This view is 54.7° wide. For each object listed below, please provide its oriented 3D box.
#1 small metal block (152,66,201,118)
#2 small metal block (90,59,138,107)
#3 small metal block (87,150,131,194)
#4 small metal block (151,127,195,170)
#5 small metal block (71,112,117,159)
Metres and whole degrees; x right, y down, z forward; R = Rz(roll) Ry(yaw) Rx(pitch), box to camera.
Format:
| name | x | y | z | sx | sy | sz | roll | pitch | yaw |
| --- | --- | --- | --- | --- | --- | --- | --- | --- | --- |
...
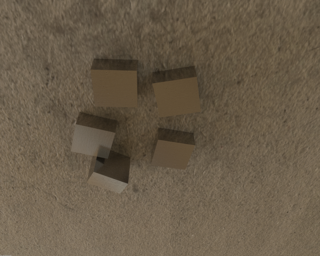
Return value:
| name | x | y | z | sx | sy | sz | roll | pitch | yaw |
| --- | --- | --- | --- | --- | --- | --- | --- | --- | --- |
| small metal block | 0.020 | -0.043 | 0.371 | 0.050 | 0.025 | 0.050 | -8 | 130 | 6 |
| small metal block | -0.051 | -0.052 | 0.362 | 0.050 | 0.025 | 0.050 | 1 | 130 | -2 |
| small metal block | -0.072 | 0.059 | 0.440 | 0.050 | 0.050 | 0.025 | 24 | 126 | -19 |
| small metal block | 0.017 | 0.030 | 0.433 | 0.050 | 0.025 | 0.050 | 9 | 130 | -8 |
| small metal block | -0.088 | 0.011 | 0.415 | 0.050 | 0.025 | 0.050 | 13 | 129 | -12 |
